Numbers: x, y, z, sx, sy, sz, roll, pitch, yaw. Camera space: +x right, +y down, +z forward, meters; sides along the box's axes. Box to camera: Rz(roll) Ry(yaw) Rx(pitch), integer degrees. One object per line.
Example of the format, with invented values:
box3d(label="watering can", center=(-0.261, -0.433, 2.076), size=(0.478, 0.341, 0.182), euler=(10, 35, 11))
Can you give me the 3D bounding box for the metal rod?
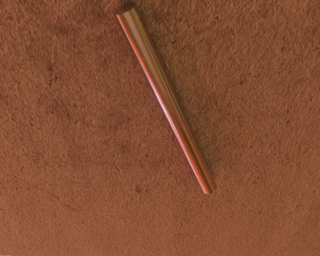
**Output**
box3d(label="metal rod", center=(0.021, -0.012, 0.396), size=(0.025, 0.025, 0.299), euler=(-17, 128, 14))
